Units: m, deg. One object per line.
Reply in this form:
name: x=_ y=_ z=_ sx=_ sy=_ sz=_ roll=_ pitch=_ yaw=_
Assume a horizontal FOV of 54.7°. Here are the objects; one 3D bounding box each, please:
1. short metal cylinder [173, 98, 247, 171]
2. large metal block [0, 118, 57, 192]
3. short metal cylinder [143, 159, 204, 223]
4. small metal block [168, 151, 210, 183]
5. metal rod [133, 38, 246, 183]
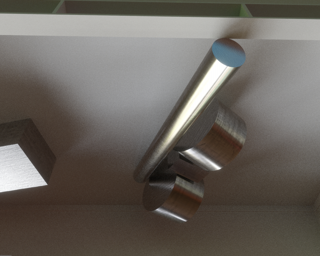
short metal cylinder: x=0.057 y=0.006 z=0.379 sx=0.050 sy=0.080 sz=0.080 roll=35 pitch=122 yaw=-26
large metal block: x=-0.202 y=0.039 z=0.423 sx=0.080 sy=0.050 sz=0.080 roll=-10 pitch=130 yaw=8
short metal cylinder: x=0.019 y=0.091 z=0.451 sx=0.050 sy=0.080 sz=0.080 roll=31 pitch=124 yaw=-24
small metal block: x=0.038 y=0.041 z=0.428 sx=0.050 sy=0.050 sz=0.025 roll=27 pitch=125 yaw=-22
metal rod: x=0.009 y=0.010 z=0.343 sx=0.025 sy=0.025 sz=0.299 roll=12 pitch=153 yaw=-11
